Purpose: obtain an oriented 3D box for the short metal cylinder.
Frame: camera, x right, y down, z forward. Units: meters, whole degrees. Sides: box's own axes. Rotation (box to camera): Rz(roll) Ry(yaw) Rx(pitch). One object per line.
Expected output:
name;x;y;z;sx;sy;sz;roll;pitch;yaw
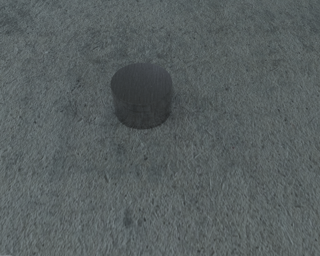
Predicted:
short metal cylinder;-0.024;-0.044;0.424;0.080;0.050;0.080;0;50;0
